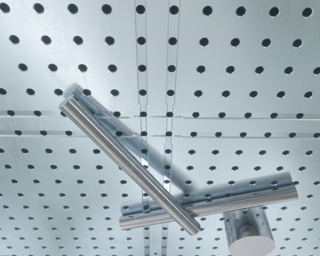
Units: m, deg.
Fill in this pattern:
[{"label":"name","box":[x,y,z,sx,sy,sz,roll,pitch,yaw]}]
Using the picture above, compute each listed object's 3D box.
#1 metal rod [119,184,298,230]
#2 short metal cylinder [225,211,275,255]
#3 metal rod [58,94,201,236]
[{"label":"metal rod","box":[0.076,0.137,0.529,0.301,0.025,0.025,-13,129,10]},{"label":"short metal cylinder","box":[0.161,0.195,0.563,0.081,0.050,0.079,0,130,0]},{"label":"metal rod","box":[-0.029,0.068,0.451,0.025,0.025,0.300,-29,120,22]}]
